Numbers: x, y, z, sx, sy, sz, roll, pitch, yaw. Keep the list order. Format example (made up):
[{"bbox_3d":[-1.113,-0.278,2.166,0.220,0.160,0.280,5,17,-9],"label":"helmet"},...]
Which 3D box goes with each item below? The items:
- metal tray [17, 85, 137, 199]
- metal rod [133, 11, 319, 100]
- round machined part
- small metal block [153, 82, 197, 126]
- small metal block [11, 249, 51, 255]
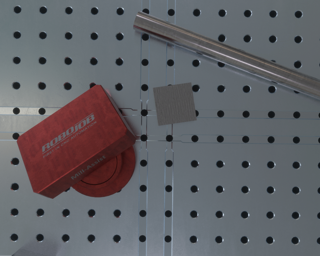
[{"bbox_3d":[-0.106,0.015,0.388,0.130,0.030,0.090,-34,59,0],"label":"metal tray"},{"bbox_3d":[0.110,-0.090,0.413,0.301,0.025,0.025,21,90,0],"label":"metal rod"},{"bbox_3d":[-0.081,0.042,0.404,0.099,0.042,0.097,0,90,0],"label":"round machined part"},{"bbox_3d":[0.019,-0.031,0.413,0.050,0.025,0.050,-8,90,0],"label":"small metal block"},{"bbox_3d":[-0.171,0.184,0.400,0.050,0.050,0.025,13,90,0],"label":"small metal block"}]
